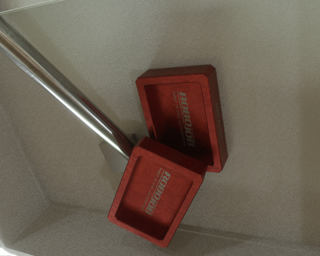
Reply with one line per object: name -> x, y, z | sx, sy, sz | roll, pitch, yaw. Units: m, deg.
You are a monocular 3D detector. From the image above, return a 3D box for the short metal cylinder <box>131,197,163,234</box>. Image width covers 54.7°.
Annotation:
short metal cylinder -> -0.020, 0.112, 0.471 | 0.080, 0.050, 0.079 | 13, 124, 20

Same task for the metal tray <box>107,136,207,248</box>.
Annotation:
metal tray -> -0.007, 0.085, 0.401 | 0.090, 0.030, 0.129 | 25, 117, 5

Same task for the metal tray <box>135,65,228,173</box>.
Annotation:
metal tray -> 0.029, -0.009, 0.383 | 0.090, 0.030, 0.129 | 1, 119, 27

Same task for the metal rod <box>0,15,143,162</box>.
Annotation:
metal rod -> -0.086, -0.020, 0.360 | 0.025, 0.025, 0.300 | -11, 138, 33

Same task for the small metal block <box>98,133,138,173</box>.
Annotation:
small metal block -> -0.055, 0.038, 0.459 | 0.050, 0.025, 0.050 | -7, 115, 31
